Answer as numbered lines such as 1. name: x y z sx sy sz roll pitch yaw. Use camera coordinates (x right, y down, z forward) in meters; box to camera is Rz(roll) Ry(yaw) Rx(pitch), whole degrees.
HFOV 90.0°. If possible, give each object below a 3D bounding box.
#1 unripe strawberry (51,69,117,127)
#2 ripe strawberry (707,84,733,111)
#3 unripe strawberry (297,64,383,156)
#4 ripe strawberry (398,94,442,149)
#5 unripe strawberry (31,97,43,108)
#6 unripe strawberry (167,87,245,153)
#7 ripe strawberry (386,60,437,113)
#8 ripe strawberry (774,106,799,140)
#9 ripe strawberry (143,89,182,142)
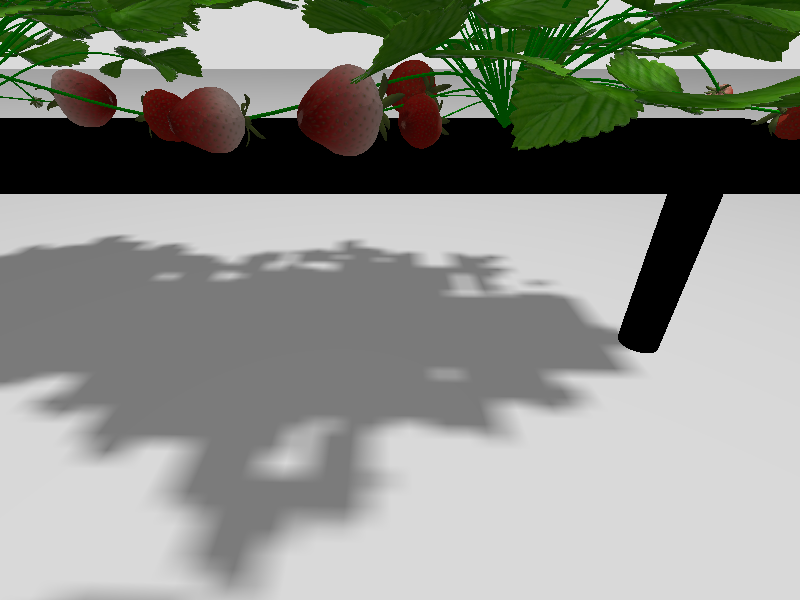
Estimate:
1. unripe strawberry: -0.245 -0.157 0.312 0.039 0.041 0.036 1 31 0
2. ripe strawberry: 0.324 -0.204 0.407 0.024 0.025 0.022 35 10 -37
3. unripe strawberry: -0.035 -0.105 0.225 0.049 0.048 0.045 -25 39 -34
4. ripe strawberry: 0.011 -0.107 0.241 0.026 0.030 0.029 23 39 33
5. unripe strawberry: -0.420 -0.229 0.464 0.010 0.011 0.011 -10 14 -16
6. unripe strawberry: -0.109 -0.101 0.226 0.039 0.034 0.039 -16 35 -24
7. ripe strawberry: 0.007 -0.196 0.374 0.050 0.050 0.047 25 39 36
8. ripe strawberry: 0.270 -0.124 0.264 0.034 0.035 0.031 10 33 15
9. ripe strawberry: -0.148 -0.119 0.259 0.030 0.031 0.028 10 33 14
